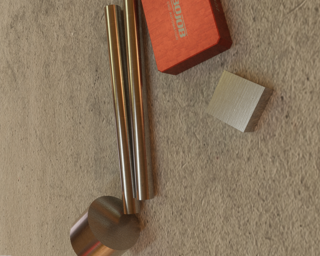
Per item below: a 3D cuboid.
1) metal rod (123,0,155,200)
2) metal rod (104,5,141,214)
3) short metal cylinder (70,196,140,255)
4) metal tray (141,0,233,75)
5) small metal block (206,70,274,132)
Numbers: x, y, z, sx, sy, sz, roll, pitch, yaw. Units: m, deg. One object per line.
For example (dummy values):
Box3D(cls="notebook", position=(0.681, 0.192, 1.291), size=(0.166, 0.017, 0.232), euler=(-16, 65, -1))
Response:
Box3D(cls="metal rod", position=(-0.030, -0.053, 0.427), size=(0.025, 0.025, 0.298), euler=(-7, 86, 39))
Box3D(cls="metal rod", position=(-0.054, -0.030, 0.447), size=(0.025, 0.025, 0.298), euler=(-10, 84, 39))
Box3D(cls="short metal cylinder", position=(-0.076, 0.142, 0.429), size=(0.050, 0.081, 0.080), euler=(-48, 62, 29))
Box3D(cls="metal tray", position=(0.027, -0.141, 0.378), size=(0.090, 0.030, 0.129), euler=(-21, 77, 37))
Box3D(cls="small metal block", position=(0.085, -0.029, 0.334), size=(0.050, 0.025, 0.050), euler=(33, 110, 34))
